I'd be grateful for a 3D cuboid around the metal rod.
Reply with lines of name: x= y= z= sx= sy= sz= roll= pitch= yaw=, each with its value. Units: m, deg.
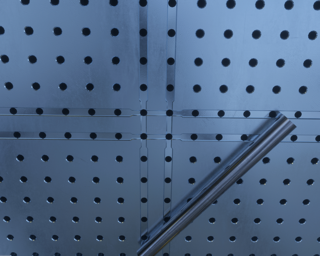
metal rod: x=0.073 y=0.095 z=0.448 sx=0.025 sy=0.025 sz=0.299 roll=40 pitch=105 yaw=-13
